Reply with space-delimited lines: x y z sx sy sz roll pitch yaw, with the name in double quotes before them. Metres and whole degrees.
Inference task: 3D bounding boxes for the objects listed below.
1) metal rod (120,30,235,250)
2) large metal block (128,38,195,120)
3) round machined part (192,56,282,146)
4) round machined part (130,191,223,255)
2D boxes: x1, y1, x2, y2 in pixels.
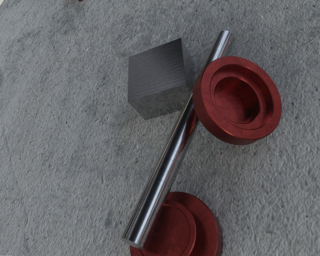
"metal rod" 0.034 -0.010 0.360 0.025 0.025 0.300 7 55 31
"large metal block" 0.004 -0.066 0.426 0.080 0.050 0.080 -15 56 19
"round machined part" 0.081 -0.027 0.345 0.099 0.042 0.098 7 68 -17
"round machined part" 0.011 0.112 0.318 0.098 0.042 0.098 -13 56 21
